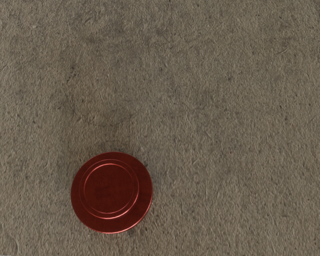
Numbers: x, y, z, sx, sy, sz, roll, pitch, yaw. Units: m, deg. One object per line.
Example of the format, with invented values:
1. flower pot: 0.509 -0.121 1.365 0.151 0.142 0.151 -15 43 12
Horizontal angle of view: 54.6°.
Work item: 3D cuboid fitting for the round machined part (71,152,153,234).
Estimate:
1. round machined part: -0.058 0.075 0.371 0.099 0.042 0.098 0 70 0
